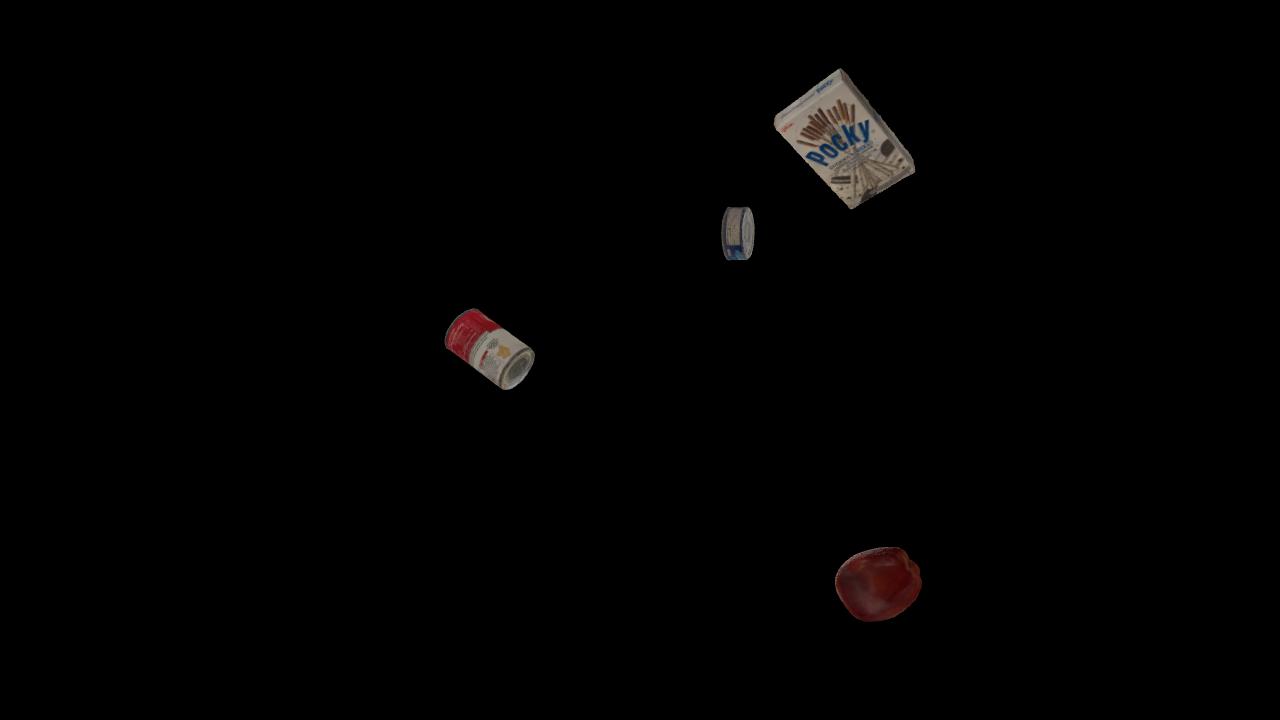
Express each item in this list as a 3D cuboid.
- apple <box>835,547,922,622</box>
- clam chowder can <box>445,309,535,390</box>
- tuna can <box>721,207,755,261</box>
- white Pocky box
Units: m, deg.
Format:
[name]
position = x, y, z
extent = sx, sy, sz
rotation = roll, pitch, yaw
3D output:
[apple]
position = 0.267, 0.252, 0.695
extent = 0.093, 0.079, 0.079
rotation = -39, -22, 29
[clam chowder can]
position = -0.200, -0.014, 0.822
extent = 0.102, 0.068, 0.068
rotation = 35, 11, 16
[tuna can]
position = 0.157, -0.200, 0.976
extent = 0.034, 0.084, 0.084
rotation = 3, 1, 23
[white Pocky box]
position = 0.227, -0.237, 0.677
extent = 0.154, 0.028, 0.084
rotation = 31, -43, -33
